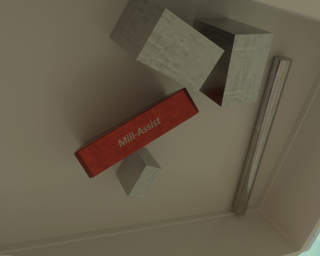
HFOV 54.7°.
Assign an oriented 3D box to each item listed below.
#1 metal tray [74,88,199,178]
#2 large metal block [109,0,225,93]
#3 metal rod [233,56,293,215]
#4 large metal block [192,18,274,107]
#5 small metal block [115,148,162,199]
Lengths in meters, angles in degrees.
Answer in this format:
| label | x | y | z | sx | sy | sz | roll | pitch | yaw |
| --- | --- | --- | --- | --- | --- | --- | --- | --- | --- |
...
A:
| label | x | y | z | sx | sy | sz | roll | pitch | yaw |
| --- | --- | --- | --- | --- | --- | --- | --- | --- | --- |
| metal tray | -0.029 | 0.003 | 0.352 | 0.131 | 0.090 | 0.030 | -31 | 97 | -8 |
| large metal block | 0.005 | -0.088 | 0.323 | 0.080 | 0.080 | 0.050 | 22 | 106 | -37 |
| metal rod | 0.164 | 0.029 | 0.518 | 0.025 | 0.025 | 0.298 | -9 | 122 | -24 |
| large metal block | 0.077 | -0.081 | 0.367 | 0.050 | 0.080 | 0.079 | -9 | 123 | -24 |
| small metal block | -0.030 | 0.058 | 0.414 | 0.025 | 0.050 | 0.050 | 19 | 108 | -36 |
